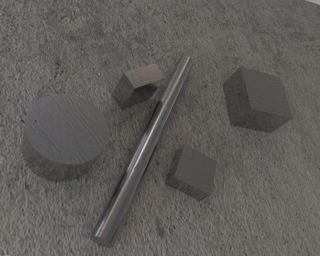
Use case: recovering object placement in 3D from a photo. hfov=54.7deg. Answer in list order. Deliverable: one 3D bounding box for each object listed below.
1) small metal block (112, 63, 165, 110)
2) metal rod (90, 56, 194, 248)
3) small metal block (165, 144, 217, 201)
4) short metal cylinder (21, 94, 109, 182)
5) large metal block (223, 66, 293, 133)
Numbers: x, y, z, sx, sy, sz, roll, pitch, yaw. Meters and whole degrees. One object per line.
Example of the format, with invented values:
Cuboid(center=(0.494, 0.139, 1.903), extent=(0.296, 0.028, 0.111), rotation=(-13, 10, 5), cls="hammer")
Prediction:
Cuboid(center=(-0.029, -0.054, 0.405), extent=(0.050, 0.050, 0.025), rotation=(-26, 76, -37), cls="small metal block")
Cuboid(center=(-0.008, 0.004, 0.396), extent=(0.025, 0.025, 0.301), rotation=(31, 52, -8), cls="metal rod")
Cuboid(center=(0.040, 0.056, 0.391), extent=(0.050, 0.025, 0.050), rotation=(29, 52, -10), cls="small metal block")
Cuboid(center=(-0.101, 0.011, 0.327), extent=(0.081, 0.050, 0.080), rotation=(14, 56, -21), cls="short metal cylinder")
Cuboid(center=(0.154, -0.044, 0.497), extent=(0.081, 0.050, 0.080), rotation=(10, 57, -23), cls="large metal block")
